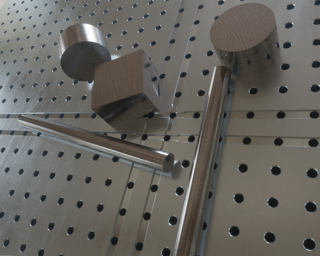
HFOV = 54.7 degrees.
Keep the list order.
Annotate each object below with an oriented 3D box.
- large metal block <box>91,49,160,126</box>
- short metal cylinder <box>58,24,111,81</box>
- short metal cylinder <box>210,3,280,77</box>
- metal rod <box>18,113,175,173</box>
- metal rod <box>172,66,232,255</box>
[{"bbox_3d":[-0.049,-0.058,0.454,0.080,0.050,0.080,-16,55,19],"label":"large metal block"},{"bbox_3d":[-0.126,-0.125,0.516,0.080,0.080,0.050,-29,52,10],"label":"short metal cylinder"},{"bbox_3d":[0.111,-0.115,0.404,0.080,0.050,0.080,-13,56,21],"label":"short metal cylinder"},{"bbox_3d":[-0.112,0.015,0.457,0.300,0.025,0.025,13,68,33],"label":"metal rod"},{"bbox_3d":[0.046,0.057,0.349,0.025,0.025,0.300,1,62,29],"label":"metal rod"}]
